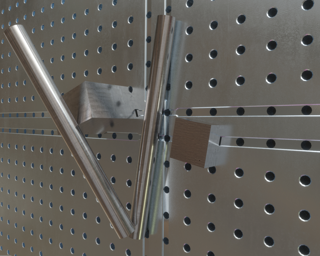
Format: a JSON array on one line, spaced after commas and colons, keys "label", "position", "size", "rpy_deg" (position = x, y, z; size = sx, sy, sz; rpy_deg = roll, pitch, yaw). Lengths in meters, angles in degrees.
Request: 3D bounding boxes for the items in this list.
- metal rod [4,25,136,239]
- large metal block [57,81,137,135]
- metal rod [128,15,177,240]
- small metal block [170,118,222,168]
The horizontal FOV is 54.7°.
[{"label": "metal rod", "position": [-0.114, 0.008, 0.400], "size": [0.025, 0.025, 0.299], "rpy_deg": [-25, 95, 37]}, {"label": "large metal block", "position": [-0.095, -0.025, 0.449], "size": [0.080, 0.081, 0.050], "rpy_deg": [-22, 77, 37]}, {"label": "metal rod", "position": [-0.012, 0.004, 0.417], "size": [0.025, 0.025, 0.298], "rpy_deg": [13, 98, 39]}, {"label": "small metal block", "position": [0.043, 0.016, 0.373], "size": [0.050, 0.025, 0.050], "rpy_deg": [14, 99, 39]}]
